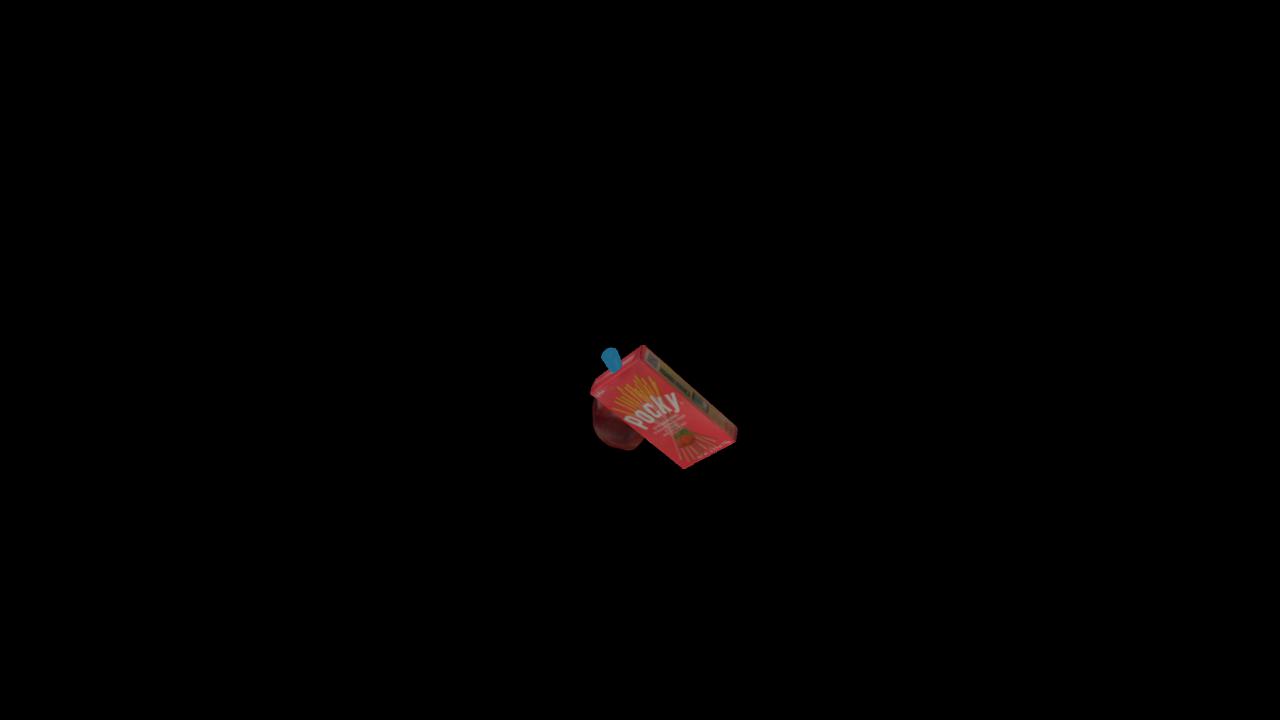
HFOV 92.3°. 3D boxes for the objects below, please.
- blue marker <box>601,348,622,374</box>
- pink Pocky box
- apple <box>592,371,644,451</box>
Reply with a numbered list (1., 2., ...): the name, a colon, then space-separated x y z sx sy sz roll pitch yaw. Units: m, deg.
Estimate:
1. blue marker: -0.018 0.026 0.688 0.020 0.020 0.121 0 -36 19
2. pink Pocky box: 0.028 0.057 0.691 0.084 0.155 0.029 -35 23 34
3. apple: -0.020 0.068 0.742 0.079 0.079 0.093 0 -44 1
